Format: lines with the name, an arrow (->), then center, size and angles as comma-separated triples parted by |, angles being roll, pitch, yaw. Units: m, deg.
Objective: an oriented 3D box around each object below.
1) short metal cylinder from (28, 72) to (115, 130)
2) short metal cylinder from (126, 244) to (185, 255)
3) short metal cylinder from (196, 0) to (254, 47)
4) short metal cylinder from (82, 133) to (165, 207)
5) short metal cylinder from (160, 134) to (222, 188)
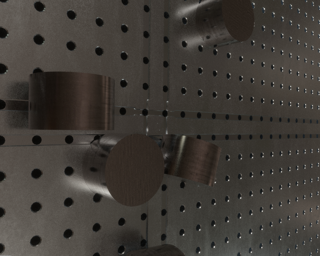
short metal cylinder -> -0.085, -0.023, 0.303 | 0.081, 0.080, 0.050 | 1, 90, -40
short metal cylinder -> -0.006, 0.185, 0.371 | 0.050, 0.080, 0.080 | 7, 85, -40
short metal cylinder -> 0.102, -0.169, 0.480 | 0.081, 0.050, 0.079 | 0, 90, -40
short metal cylinder -> -0.042, 0.046, 0.360 | 0.081, 0.050, 0.079 | 0, 90, -40
short metal cylinder -> 0.036, 0.044, 0.406 | 0.080, 0.080, 0.050 | 24, 75, -38
